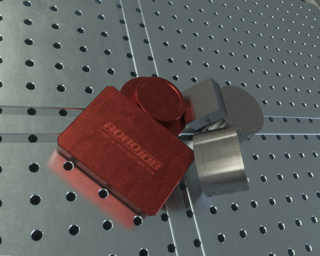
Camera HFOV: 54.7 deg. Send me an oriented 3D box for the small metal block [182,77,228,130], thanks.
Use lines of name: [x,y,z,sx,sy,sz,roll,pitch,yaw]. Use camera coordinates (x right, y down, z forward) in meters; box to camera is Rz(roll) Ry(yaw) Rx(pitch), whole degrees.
small metal block: [0.057,-0.032,0.414,0.025,0.050,0.050,27,45,-48]

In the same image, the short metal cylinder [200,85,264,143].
short metal cylinder: [0.102,-0.015,0.452,0.081,0.050,0.080,14,56,-21]

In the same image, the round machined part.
round machined part: [-0.007,-0.028,0.406,0.099,0.042,0.098,14,56,-21]

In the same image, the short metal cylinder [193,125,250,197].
short metal cylinder: [0.075,0.040,0.376,0.050,0.080,0.080,-13,60,14]

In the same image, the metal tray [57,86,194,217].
metal tray: [-0.036,0.026,0.350,0.130,0.030,0.090,39,66,-3]
